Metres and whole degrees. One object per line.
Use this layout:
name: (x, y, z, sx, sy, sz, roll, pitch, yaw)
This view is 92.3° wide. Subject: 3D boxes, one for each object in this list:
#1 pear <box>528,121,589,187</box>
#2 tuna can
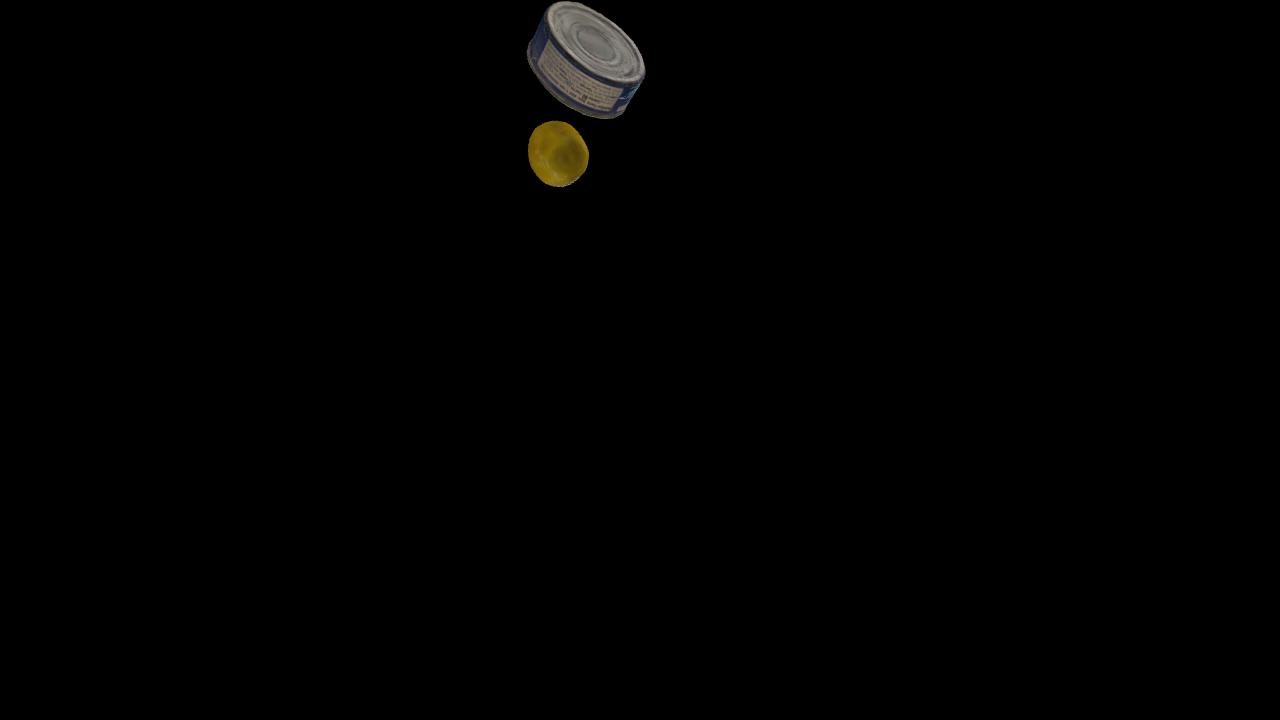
pear: (-0.112, -0.266, 0.788, 0.080, 0.080, 0.111, 0, 23, -25)
tuna can: (-0.038, -0.222, 0.455, 0.084, 0.084, 0.034, 0, -29, -36)
